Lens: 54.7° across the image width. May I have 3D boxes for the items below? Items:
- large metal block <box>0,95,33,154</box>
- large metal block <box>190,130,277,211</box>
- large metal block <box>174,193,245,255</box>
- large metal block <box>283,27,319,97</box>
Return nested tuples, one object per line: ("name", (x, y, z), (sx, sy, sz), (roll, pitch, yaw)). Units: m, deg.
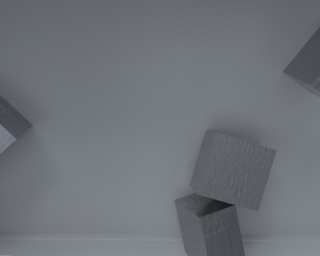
("large metal block", (-0.230, 0.001, 0.396), (0.080, 0.050, 0.080), (-39, 106, 13))
("large metal block", (0.093, 0.053, 0.406), (0.080, 0.050, 0.080), (17, 91, -6))
("large metal block", (0.065, 0.138, 0.418), (0.050, 0.080, 0.080), (-14, 97, -18))
("large metal block", (0.201, -0.076, 0.355), (0.050, 0.080, 0.080), (33, 107, -11))
